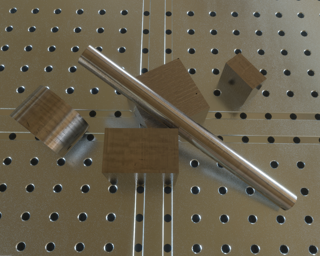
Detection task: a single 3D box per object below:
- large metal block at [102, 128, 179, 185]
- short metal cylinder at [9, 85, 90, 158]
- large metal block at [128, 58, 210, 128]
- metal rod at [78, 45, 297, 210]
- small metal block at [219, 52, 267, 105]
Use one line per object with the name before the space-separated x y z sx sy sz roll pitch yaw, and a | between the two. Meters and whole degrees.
large metal block | -0.020 0.037 0.369 0.081 0.080 0.050 0 70 0
short metal cylinder | -0.135 -0.007 0.384 0.080 0.080 0.050 36 74 11
large metal block | 0.008 -0.033 0.411 0.080 0.050 0.080 -26 72 -9
metal rod | 0.038 0.004 0.364 0.301 0.025 0.025 36 73 -7
small metal block | 0.112 -0.066 0.424 0.025 0.050 0.050 -37 75 -12
